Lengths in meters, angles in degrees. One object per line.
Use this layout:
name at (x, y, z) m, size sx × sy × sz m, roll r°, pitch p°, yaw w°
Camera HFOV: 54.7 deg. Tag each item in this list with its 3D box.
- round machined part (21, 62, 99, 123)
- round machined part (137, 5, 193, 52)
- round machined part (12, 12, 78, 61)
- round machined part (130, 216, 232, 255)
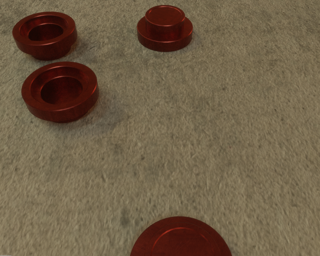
round machined part at (-0.134, -0.045, 0.428) m, size 0.099 × 0.042 × 0.098 m, roll 0°, pitch 50°, yaw 0°
round machined part at (0.009, -0.180, 0.544) m, size 0.099 × 0.042 × 0.098 m, roll 0°, pitch 50°, yaw 0°
round machined part at (-0.187, -0.149, 0.515) m, size 0.099 × 0.042 × 0.098 m, roll 0°, pitch 50°, yaw 0°
round machined part at (0.020, 0.127, 0.285) m, size 0.099 × 0.042 × 0.098 m, roll 0°, pitch 50°, yaw 0°
